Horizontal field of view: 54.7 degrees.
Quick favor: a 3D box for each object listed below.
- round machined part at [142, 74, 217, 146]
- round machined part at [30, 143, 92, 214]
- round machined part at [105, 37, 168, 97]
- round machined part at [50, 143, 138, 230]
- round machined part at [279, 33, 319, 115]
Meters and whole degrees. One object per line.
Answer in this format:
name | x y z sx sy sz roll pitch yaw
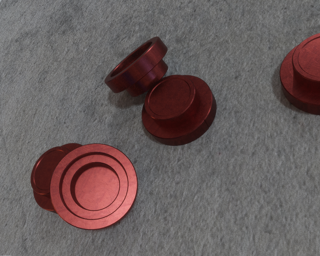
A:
round machined part | 0.020 -0.030 0.400 0.098 0.042 0.098 -13 56 20
round machined part | -0.135 0.064 0.423 0.098 0.042 0.098 -13 56 20
round machined part | -0.027 -0.081 0.438 0.098 0.042 0.098 -34 22 16
round machined part | -0.076 0.071 0.370 0.099 0.042 0.098 1 71 -4
round machined part | 0.183 -0.066 0.338 0.098 0.042 0.098 -13 56 20
